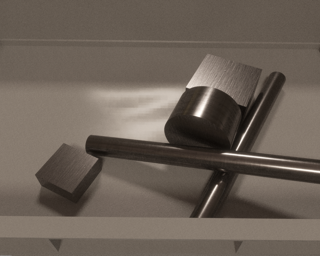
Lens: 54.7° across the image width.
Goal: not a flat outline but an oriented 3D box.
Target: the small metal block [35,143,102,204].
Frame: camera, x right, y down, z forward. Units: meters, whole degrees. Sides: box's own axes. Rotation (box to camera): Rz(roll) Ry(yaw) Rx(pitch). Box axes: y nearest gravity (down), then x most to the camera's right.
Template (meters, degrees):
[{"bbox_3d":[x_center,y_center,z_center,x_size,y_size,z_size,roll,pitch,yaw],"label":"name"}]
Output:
[{"bbox_3d":[-0.105,0.052,0.360,0.050,0.025,0.050,22,53,17],"label":"small metal block"}]

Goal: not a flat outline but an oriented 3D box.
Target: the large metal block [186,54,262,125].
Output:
[{"bbox_3d":[0.087,-0.051,0.433,0.080,0.050,0.080,21,53,16],"label":"large metal block"}]

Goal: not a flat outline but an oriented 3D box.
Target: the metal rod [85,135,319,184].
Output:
[{"bbox_3d":[0.057,0.035,0.346,0.301,0.025,0.025,5,50,16],"label":"metal rod"}]

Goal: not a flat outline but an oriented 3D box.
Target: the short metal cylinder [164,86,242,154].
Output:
[{"bbox_3d":[0.052,-0.004,0.373,0.080,0.080,0.050,18,52,14],"label":"short metal cylinder"}]

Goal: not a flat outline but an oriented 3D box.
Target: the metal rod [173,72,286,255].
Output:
[{"bbox_3d":[0.101,0.023,0.386,0.025,0.025,0.301,25,54,19],"label":"metal rod"}]
